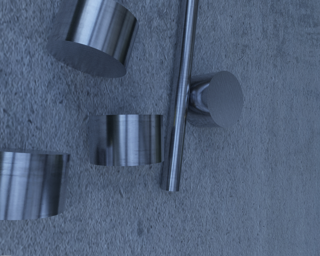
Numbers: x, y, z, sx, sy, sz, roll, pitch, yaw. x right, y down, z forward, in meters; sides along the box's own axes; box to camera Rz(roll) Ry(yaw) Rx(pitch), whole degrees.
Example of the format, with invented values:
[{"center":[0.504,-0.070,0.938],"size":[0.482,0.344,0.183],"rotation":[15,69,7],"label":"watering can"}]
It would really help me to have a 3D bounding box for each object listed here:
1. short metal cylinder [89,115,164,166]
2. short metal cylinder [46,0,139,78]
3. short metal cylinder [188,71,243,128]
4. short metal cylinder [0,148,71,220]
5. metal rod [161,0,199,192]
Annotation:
[{"center":[-0.036,0.011,0.339],"size":[0.081,0.080,0.050],"rotation":[-2,91,-40],"label":"short metal cylinder"},{"center":[-0.066,-0.090,0.313],"size":[0.080,0.080,0.050],"rotation":[23,76,-38],"label":"short metal cylinder"},{"center":[0.077,-0.040,0.453],"size":[0.081,0.050,0.079],"rotation":[0,90,-40],"label":"short metal cylinder"},{"center":[-0.121,0.044,0.267],"size":[0.081,0.080,0.050],"rotation":[8,85,-40],"label":"short metal cylinder"},{"center":[0.030,-0.064,0.429],"size":[0.025,0.025,0.298],"rotation":[11,83,-40],"label":"metal rod"}]
